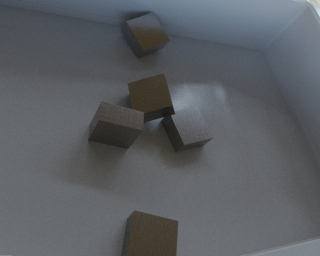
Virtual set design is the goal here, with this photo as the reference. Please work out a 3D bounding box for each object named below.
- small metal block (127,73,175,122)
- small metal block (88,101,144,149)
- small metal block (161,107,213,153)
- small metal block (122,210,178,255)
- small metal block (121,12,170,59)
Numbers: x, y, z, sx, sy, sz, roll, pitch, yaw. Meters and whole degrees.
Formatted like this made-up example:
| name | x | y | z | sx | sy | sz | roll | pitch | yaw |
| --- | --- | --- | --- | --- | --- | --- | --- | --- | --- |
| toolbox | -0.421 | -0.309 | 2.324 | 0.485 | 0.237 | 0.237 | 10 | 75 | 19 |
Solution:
| name | x | y | z | sx | sy | sz | roll | pitch | yaw |
| --- | --- | --- | --- | --- | --- | --- | --- | --- | --- |
| small metal block | -0.011 | -0.039 | 0.407 | 0.050 | 0.025 | 0.050 | -15 | 65 | 4 |
| small metal block | -0.052 | -0.002 | 0.363 | 0.050 | 0.050 | 0.025 | 14 | 56 | -21 |
| small metal block | 0.037 | 0.002 | 0.424 | 0.050 | 0.025 | 0.050 | -11 | 68 | -33 |
| small metal block | -0.010 | 0.120 | 0.323 | 0.050 | 0.025 | 0.050 | 18 | 51 | -14 |
| small metal block | -0.022 | -0.140 | 0.469 | 0.050 | 0.025 | 0.050 | -30 | 89 | -29 |
